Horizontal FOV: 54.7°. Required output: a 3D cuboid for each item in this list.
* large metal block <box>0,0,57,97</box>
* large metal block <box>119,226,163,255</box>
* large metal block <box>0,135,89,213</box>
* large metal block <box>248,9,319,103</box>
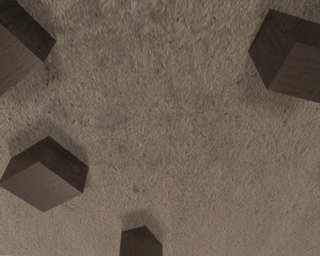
[{"bbox_3d":[-0.170,-0.086,0.315,0.080,0.050,0.080,-29,125,22],"label":"large metal block"},{"bbox_3d":[-0.034,0.244,0.578,0.050,0.080,0.080,-19,128,15],"label":"large metal block"},{"bbox_3d":[-0.165,0.069,0.447,0.080,0.050,0.080,-28,125,21],"label":"large metal block"},{"bbox_3d":[0.146,-0.071,0.313,0.081,0.080,0.050,12,129,-11],"label":"large metal block"}]
